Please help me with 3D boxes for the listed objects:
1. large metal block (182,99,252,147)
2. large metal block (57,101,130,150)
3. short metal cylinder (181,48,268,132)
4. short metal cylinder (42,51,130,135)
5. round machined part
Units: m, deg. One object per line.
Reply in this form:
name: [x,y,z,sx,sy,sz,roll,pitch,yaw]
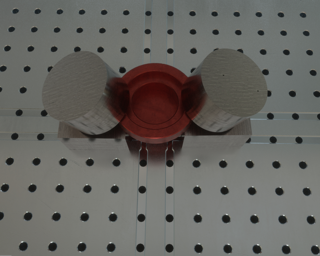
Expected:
large metal block: [0.069,-0.020,0.406,0.081,0.050,0.080,-1,70,-1]
large metal block: [-0.081,-0.017,0.404,0.080,0.050,0.080,1,70,0]
short metal cylinder: [0.071,-0.041,0.347,0.081,0.050,0.080,7,68,-19]
short metal cylinder: [-0.081,-0.038,0.345,0.080,0.050,0.080,-7,70,20]
round machined part: [-0.006,-0.027,0.381,0.099,0.042,0.098,0,70,0]
